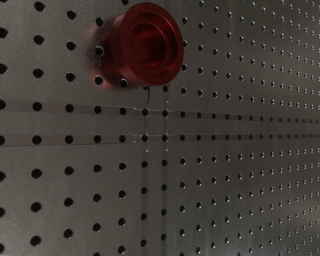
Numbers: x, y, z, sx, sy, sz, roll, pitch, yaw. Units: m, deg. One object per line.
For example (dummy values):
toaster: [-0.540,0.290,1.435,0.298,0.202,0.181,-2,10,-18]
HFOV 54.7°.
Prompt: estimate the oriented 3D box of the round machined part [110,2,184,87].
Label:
round machined part: [-0.020,-0.099,0.383,0.099,0.042,0.097,0,90,-40]
